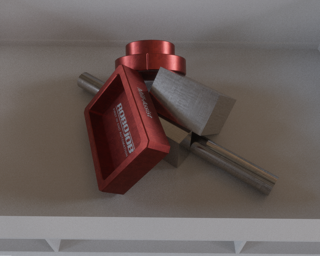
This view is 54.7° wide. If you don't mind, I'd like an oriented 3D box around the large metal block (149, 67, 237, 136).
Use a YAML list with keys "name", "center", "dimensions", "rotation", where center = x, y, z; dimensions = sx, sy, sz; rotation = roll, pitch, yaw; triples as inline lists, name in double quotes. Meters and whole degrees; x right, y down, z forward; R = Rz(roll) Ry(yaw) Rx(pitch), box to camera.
- name: "large metal block"
  center: [0.040, -0.032, 0.389]
  dimensions: [0.080, 0.050, 0.080]
  rotation: [30, 13, 22]

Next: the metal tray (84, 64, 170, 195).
- name: "metal tray"
  center: [-0.045, 0.000, 0.363]
  dimensions: [0.030, 0.090, 0.130]
  rotation: [19, 37, -40]

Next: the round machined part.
- name: "round machined part"
  center: [-0.013, -0.094, 0.432]
  dimensions: [0.099, 0.098, 0.042]
  rotation: [-1, 91, -2]

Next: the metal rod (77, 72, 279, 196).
- name: "metal rod"
  center: [0.007, -0.003, 0.405]
  dimensions: [0.300, 0.025, 0.025]
  rotation: [30, 56, 22]

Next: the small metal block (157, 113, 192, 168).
- name: "small metal block"
  center: [0.009, 0.014, 0.375]
  dimensions: [0.050, 0.050, 0.025]
  rotation: [31, 57, 23]
